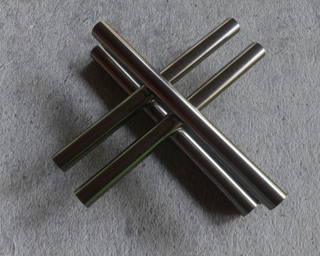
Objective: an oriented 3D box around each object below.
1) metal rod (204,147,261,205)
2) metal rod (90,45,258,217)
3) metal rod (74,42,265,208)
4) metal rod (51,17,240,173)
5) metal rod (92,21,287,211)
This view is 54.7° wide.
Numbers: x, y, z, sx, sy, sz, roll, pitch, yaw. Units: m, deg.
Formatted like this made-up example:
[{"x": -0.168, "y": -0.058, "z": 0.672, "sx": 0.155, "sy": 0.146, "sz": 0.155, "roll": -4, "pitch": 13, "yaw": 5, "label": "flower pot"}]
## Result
[{"x": 0.030, "y": -0.019, "z": 0.417, "sx": 0.025, "sy": 0.025, "sz": 0.300, "roll": -40, "pitch": 75, "yaw": -13, "label": "metal rod"}, {"x": 0.009, "y": -0.006, "z": 0.411, "sx": 0.025, "sy": 0.025, "sz": 0.300, "roll": -40, "pitch": 75, "yaw": -13, "label": "metal rod"}, {"x": 0.022, "y": -0.013, "z": 0.388, "sx": 0.301, "sy": 0.025, "sz": 0.025, "roll": -40, "pitch": 75, "yaw": -14, "label": "metal rod"}, {"x": -0.009, "y": -0.051, "z": 0.401, "sx": 0.301, "sy": 0.025, "sz": 0.025, "roll": -40, "pitch": 75, "yaw": -14, "label": "metal rod"}, {"x": 0.023, "y": -0.025, "z": 0.365, "sx": 0.025, "sy": 0.025, "sz": 0.300, "roll": -41, "pitch": 75, "yaw": -14, "label": "metal rod"}]
